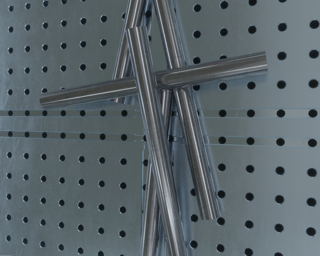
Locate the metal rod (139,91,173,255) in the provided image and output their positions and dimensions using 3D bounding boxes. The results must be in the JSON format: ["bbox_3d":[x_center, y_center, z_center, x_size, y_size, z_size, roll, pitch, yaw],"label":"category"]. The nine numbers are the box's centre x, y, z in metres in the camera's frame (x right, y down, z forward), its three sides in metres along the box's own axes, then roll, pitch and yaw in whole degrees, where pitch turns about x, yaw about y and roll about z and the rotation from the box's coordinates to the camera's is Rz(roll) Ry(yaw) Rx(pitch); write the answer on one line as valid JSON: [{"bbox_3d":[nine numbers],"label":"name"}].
[{"bbox_3d":[-0.008,0.098,0.415,0.025,0.025,0.298,6,92,20],"label":"metal rod"}]

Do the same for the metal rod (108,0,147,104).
[{"bbox_3d":[-0.029,-0.182,0.423,0.025,0.025,0.298,14,95,19],"label":"metal rod"}]

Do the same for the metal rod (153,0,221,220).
[{"bbox_3d":[0.033,-0.033,0.401,0.025,0.025,0.299,-14,85,19],"label":"metal rod"}]

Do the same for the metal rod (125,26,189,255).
[{"bbox_3d":[0.000,0.032,0.378,0.025,0.025,0.298,-7,101,20],"label":"metal rod"}]

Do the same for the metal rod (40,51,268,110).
[{"bbox_3d":[-0.023,-0.055,0.393,0.301,0.025,0.025,-7,88,20],"label":"metal rod"}]
